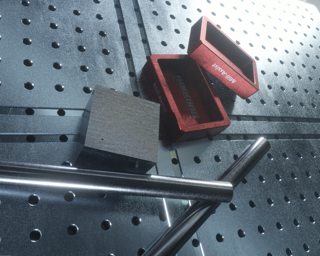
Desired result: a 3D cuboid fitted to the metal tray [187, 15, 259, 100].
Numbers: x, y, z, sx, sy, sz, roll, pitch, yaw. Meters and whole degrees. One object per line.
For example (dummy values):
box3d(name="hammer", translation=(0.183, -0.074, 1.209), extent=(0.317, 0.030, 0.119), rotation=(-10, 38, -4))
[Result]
box3d(name="metal tray", translation=(0.106, -0.116, 0.510), extent=(0.130, 0.030, 0.090), rotation=(34, 42, -21))

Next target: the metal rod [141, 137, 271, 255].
box3d(name="metal rod", translation=(0.062, 0.092, 0.387), extent=(0.302, 0.025, 0.025), rotation=(-34, 81, -38))

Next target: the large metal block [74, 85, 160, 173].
box3d(name="large metal block", translation=(-0.048, 0.006, 0.364), extent=(0.081, 0.050, 0.080), rotation=(15, 55, -20))

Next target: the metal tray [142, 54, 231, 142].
box3d(name="metal tray", translation=(0.038, -0.048, 0.456), extent=(0.091, 0.030, 0.130), rotation=(-8, 66, -32))

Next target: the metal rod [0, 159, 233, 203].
box3d(name="metal rod", translation=(-0.061, 0.056, 0.325), extent=(0.302, 0.025, 0.025), rotation=(9, 58, -18))
